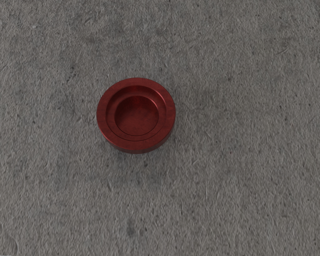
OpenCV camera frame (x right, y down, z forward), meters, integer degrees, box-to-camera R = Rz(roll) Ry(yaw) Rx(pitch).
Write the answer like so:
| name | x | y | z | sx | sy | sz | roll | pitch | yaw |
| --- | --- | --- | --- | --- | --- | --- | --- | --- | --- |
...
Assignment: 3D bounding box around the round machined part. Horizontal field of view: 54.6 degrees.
| name | x | y | z | sx | sy | sz | roll | pitch | yaw |
| --- | --- | --- | --- | --- | --- | --- | --- | --- | --- |
| round machined part | -0.030 | -0.013 | 0.404 | 0.099 | 0.042 | 0.098 | 0 | 70 | 0 |
